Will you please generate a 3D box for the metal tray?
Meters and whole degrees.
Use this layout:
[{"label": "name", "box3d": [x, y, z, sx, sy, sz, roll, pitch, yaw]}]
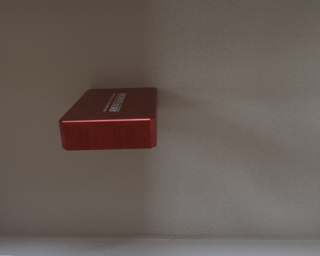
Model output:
[{"label": "metal tray", "box3d": [-0.049, -0.016, 0.349, 0.090, 0.130, 0.030, -1, 110, 0]}]
